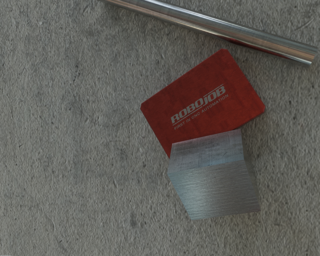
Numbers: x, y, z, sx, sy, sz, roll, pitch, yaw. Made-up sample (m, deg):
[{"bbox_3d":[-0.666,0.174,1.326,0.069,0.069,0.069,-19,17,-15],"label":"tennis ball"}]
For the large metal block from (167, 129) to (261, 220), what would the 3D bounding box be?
[{"bbox_3d":[0.063,0.055,0.353,0.080,0.050,0.080,-14,123,19],"label":"large metal block"}]

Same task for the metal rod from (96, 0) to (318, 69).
[{"bbox_3d":[0.041,-0.137,0.393,0.301,0.025,0.025,24,98,18],"label":"metal rod"}]

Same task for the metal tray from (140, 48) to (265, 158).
[{"bbox_3d":[0.051,-0.025,0.388,0.130,0.030,0.090,-33,80,16],"label":"metal tray"}]
